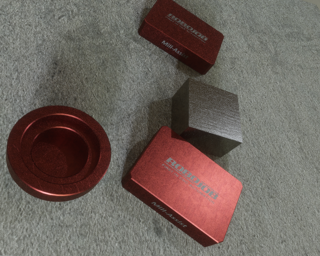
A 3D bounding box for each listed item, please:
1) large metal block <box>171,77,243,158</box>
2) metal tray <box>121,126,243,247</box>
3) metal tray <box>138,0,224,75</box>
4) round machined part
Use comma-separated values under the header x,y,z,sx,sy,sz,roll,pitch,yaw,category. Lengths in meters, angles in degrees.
x,y,z,sx,sy,sz,roll,pitch,yaw,category
0.063,-0.013,0.432,0.081,0.050,0.080,16,55,-19,large metal block
0.031,0.069,0.377,0.130,0.030,0.090,37,51,-4,metal tray
0.038,-0.157,0.519,0.130,0.030,0.090,31,52,-9,metal tray
-0.104,0.029,0.320,0.099,0.042,0.098,14,56,-21,round machined part
